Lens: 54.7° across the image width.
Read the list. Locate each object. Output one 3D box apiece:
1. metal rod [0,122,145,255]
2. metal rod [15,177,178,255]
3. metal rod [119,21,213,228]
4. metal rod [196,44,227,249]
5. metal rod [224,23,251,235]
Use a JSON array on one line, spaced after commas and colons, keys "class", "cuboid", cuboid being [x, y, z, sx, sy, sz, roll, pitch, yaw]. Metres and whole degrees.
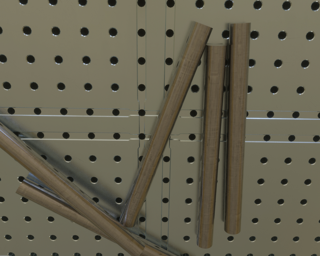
[{"class": "metal rod", "cuboid": [-0.138, 0.078, 0.427, 0.300, 0.025, 0.025, 43, 104, -10]}, {"class": "metal rod", "cuboid": [-0.072, 0.158, 0.470, 0.301, 0.025, 0.025, 31, 107, -12]}, {"class": "metal rod", "cuboid": [0.001, 0.009, 0.416, 0.025, 0.025, 0.298, 18, 109, -7]}, {"class": "metal rod", "cuboid": [0.069, 0.039, 0.428, 0.025, 0.025, 0.298, 0, 110, -1]}, {"class": "metal rod", "cuboid": [0.103, 0.014, 0.420, 0.025, 0.025, 0.298, -3, 110, 0]}]
